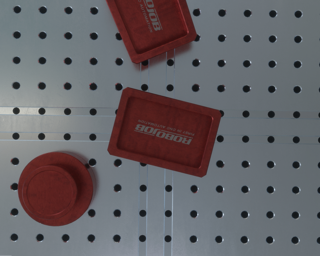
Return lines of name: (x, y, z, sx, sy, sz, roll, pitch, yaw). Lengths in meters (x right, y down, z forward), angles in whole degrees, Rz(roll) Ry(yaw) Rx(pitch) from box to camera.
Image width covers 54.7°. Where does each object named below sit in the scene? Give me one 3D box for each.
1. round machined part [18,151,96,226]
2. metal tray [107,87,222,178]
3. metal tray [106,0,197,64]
round machined part: (-0.137, 0.080, 0.404, 0.099, 0.042, 0.097, 0, 90, 0)
metal tray: (0.006, 0.005, 0.410, 0.131, 0.030, 0.090, 14, 90, 0)
metal tray: (-0.018, -0.157, 0.385, 0.090, 0.030, 0.129, -23, 114, 0)
